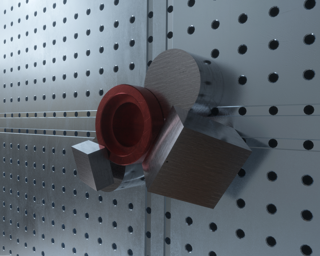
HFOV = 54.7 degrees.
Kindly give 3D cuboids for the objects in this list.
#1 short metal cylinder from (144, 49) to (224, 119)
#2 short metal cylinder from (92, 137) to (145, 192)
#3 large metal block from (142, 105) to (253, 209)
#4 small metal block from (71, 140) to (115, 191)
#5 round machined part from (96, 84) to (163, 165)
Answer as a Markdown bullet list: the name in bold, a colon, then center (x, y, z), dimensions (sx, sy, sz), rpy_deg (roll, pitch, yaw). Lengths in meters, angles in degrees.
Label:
- **short metal cylinder**: center (0.028, -0.050, 0.370), dimensions (0.080, 0.050, 0.079), rpy_deg (0, 90, 40)
- **short metal cylinder**: center (-0.059, 0.047, 0.441), dimensions (0.080, 0.050, 0.079), rpy_deg (0, 90, 40)
- **large metal block**: center (0.036, 0.032, 0.335), dimensions (0.080, 0.081, 0.050), rpy_deg (-62, 21, 21)
- **small metal block**: center (-0.087, 0.047, 0.400), dimensions (0.050, 0.025, 0.050), rpy_deg (13, 118, 51)
- **round machined part**: center (-0.033, -0.004, 0.387), dimensions (0.098, 0.042, 0.097), rpy_deg (0, 90, 40)
